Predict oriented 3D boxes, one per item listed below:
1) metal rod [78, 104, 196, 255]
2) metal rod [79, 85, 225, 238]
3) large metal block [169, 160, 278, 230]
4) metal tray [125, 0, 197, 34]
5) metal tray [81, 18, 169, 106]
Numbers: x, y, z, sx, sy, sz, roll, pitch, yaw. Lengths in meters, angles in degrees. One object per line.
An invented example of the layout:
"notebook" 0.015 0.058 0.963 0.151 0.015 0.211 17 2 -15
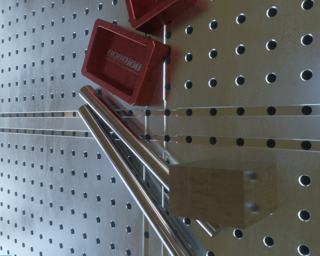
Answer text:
"metal rod" -0.039 0.073 0.439 0.300 0.025 0.025 51 120 27
"metal rod" -0.027 0.029 0.429 0.300 0.025 0.025 43 116 31
"large metal block" 0.066 0.062 0.318 0.080 0.081 0.050 -2 89 39
"metal tray" -0.009 -0.205 0.411 0.090 0.030 0.129 -21 77 37
"metal tray" -0.056 -0.097 0.449 0.130 0.030 0.089 32 110 35
